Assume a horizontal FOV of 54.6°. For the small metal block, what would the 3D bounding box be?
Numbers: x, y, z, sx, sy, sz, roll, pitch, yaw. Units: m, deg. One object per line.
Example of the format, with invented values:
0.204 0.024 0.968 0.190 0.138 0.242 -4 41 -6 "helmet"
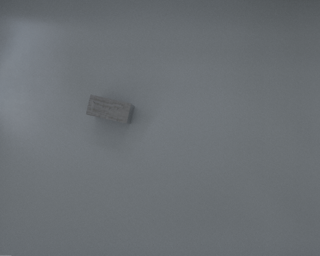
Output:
-0.062 -0.023 0.399 0.050 0.050 0.025 13 90 0 "small metal block"
